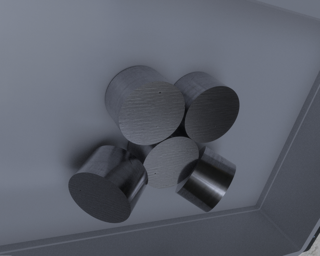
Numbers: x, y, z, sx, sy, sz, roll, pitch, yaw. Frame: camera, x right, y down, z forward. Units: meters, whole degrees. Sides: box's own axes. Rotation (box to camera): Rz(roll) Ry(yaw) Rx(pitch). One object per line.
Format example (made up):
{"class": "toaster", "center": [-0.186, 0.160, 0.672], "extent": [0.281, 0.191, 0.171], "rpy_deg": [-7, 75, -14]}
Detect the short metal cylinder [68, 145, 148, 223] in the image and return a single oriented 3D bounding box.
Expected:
{"class": "short metal cylinder", "center": [-0.061, 0.068, 0.374], "extent": [0.050, 0.080, 0.079], "rpy_deg": [-57, 149, -50]}

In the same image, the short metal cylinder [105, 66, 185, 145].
{"class": "short metal cylinder", "center": [-0.018, -0.027, 0.364], "extent": [0.081, 0.050, 0.079], "rpy_deg": [-14, 125, -21]}

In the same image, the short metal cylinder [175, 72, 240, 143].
{"class": "short metal cylinder", "center": [0.056, -0.027, 0.406], "extent": [0.081, 0.050, 0.079], "rpy_deg": [-14, 125, -21]}

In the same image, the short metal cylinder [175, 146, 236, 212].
{"class": "short metal cylinder", "center": [0.065, 0.073, 0.445], "extent": [0.050, 0.080, 0.080], "rpy_deg": [33, 103, 1]}

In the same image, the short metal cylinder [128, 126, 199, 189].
{"class": "short metal cylinder", "center": [0.004, 0.033, 0.413], "extent": [0.081, 0.050, 0.079], "rpy_deg": [-14, 125, -21]}
